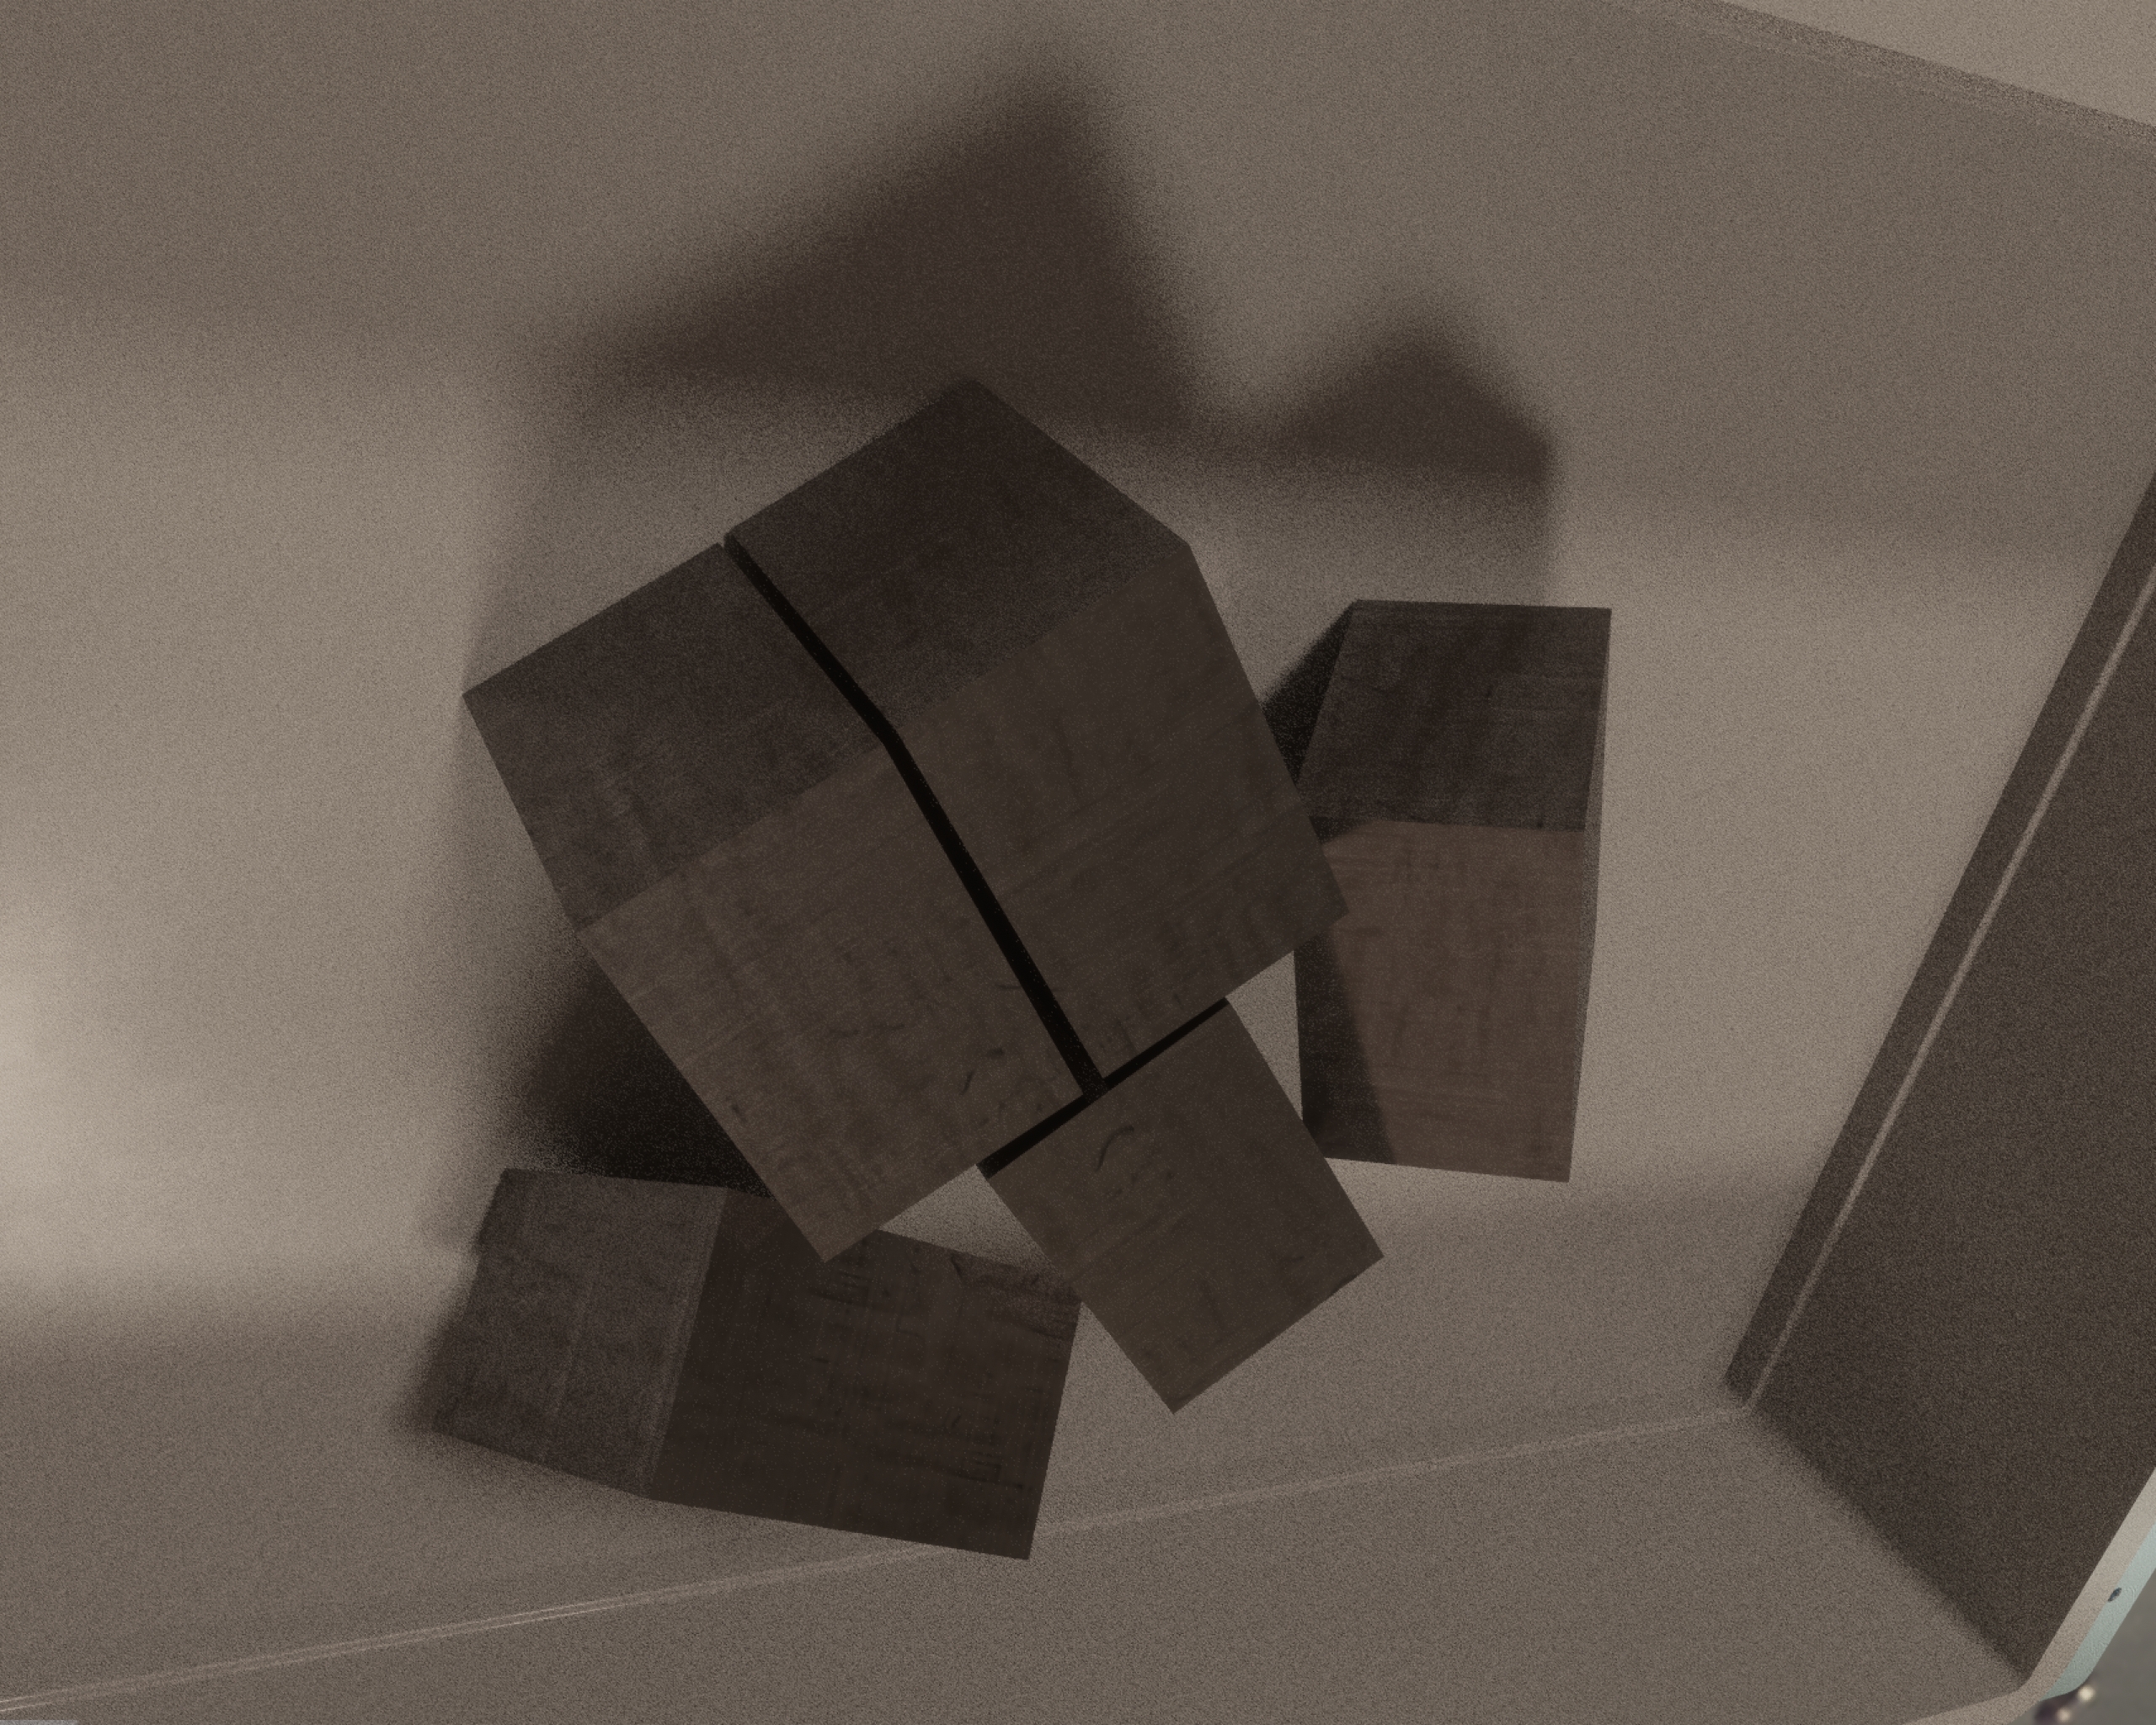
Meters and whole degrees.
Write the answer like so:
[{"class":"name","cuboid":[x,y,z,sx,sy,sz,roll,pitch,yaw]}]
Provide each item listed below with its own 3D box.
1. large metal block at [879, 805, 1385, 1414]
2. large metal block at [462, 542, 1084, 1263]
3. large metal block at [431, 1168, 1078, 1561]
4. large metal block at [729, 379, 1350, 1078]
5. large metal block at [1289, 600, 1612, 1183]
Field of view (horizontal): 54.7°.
[{"class":"large metal block","cuboid":[0.005,0.045,0.403,0.050,0.080,0.080,-36,130,-5]},{"class":"large metal block","cuboid":[-0.051,0.005,0.348,0.050,0.080,0.080,-33,129,-7]},{"class":"large metal block","cuboid":[-0.059,0.092,0.389,0.080,0.080,0.050,24,71,-37]},{"class":"large metal block","cuboid":[-0.007,-0.024,0.354,0.050,0.080,0.080,-34,129,-7]},{"class":"large metal block","cuboid":[0.075,0.003,0.408,0.050,0.080,0.079,4,126,15]}]
